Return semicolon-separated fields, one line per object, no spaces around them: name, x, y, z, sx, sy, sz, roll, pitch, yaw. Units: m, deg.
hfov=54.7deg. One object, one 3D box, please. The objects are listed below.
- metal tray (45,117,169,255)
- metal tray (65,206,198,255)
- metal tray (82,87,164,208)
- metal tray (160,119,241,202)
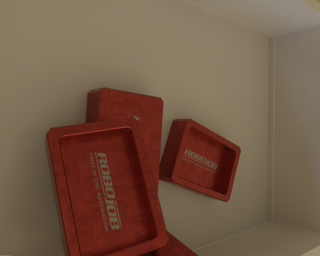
metal tray;-0.052;0.059;0.297;0.091;0.030;0.129;-9;76;-26
metal tray;-0.027;0.135;0.316;0.091;0.130;0.030;-17;120;-39
metal tray;-0.043;0.023;0.369;0.091;0.030;0.129;6;86;-40
metal tray;0.063;0.050;0.458;0.131;0.030;0.090;27;73;-37
